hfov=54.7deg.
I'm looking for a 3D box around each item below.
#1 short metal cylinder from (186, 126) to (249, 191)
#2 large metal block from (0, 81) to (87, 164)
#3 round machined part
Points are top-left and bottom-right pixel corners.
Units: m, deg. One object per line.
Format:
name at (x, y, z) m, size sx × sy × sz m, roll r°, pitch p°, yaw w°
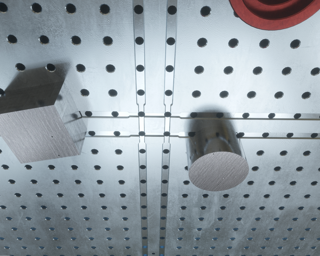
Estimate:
short metal cylinder at (0.078, 0.044, 0.434) m, size 0.081 × 0.050 × 0.079 m, roll 0°, pitch 130°, yaw 0°
large metal block at (-0.148, -0.006, 0.388) m, size 0.080 × 0.050 × 0.080 m, roll -9°, pitch 130°, yaw 7°
round machined part at (0.106, -0.143, 0.280) m, size 0.099 × 0.042 × 0.097 m, roll -1°, pitch 130°, yaw 0°
